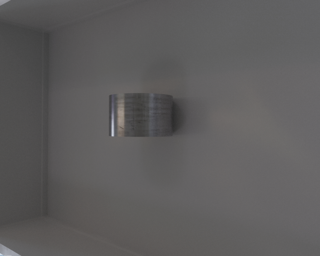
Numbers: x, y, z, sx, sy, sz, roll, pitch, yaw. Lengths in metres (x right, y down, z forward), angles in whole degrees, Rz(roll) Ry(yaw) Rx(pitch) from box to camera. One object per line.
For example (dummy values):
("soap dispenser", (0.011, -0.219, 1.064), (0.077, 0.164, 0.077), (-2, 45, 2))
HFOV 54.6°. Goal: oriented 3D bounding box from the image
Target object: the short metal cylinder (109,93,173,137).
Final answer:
("short metal cylinder", (-0.024, -0.015, 0.392), (0.080, 0.081, 0.050), (0, 90, 40))
